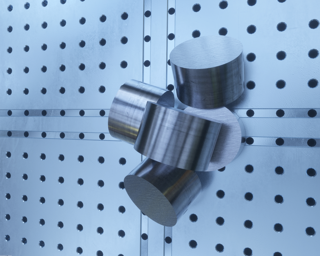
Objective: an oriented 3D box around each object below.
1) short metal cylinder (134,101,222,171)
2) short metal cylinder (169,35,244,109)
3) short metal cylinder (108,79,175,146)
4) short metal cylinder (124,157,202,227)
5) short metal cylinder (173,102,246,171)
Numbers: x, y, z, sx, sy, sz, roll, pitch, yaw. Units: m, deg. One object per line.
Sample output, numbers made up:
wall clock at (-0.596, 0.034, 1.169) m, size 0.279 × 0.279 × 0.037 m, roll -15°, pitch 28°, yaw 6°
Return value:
short metal cylinder at (0.018, 0.007, 0.323) m, size 0.080 × 0.080 × 0.050 m, roll 19°, pitch 96°, yaw 19°
short metal cylinder at (0.055, -0.066, 0.356) m, size 0.080 × 0.080 × 0.050 m, roll 2°, pitch 131°, yaw 20°
short metal cylinder at (-0.022, -0.016, 0.391) m, size 0.050 × 0.080 × 0.080 m, roll 20°, pitch 97°, yaw 19°
short metal cylinder at (0.003, 0.072, 0.376) m, size 0.080 × 0.050 × 0.080 m, roll 29°, pitch 142°, yaw 26°
short metal cylinder at (0.061, 0.010, 0.377) m, size 0.080 × 0.050 × 0.080 m, roll 0°, pitch 89°, yaw 20°
